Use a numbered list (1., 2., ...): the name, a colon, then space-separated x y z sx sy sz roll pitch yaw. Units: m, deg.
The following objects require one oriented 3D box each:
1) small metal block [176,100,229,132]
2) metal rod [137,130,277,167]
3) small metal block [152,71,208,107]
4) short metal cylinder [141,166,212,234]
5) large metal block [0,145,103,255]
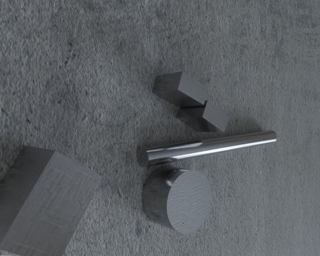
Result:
1. small metal block: 0.061 -0.016 0.442 0.050 0.050 0.025 30 71 -36
2. metal rod: 0.093 0.027 0.485 0.302 0.025 0.025 -5 94 -40
3. small metal block: 0.027 -0.050 0.413 0.050 0.050 0.025 25 75 -38
4. short metal cylinder: 0.023 0.093 0.410 0.081 0.050 0.079 0 90 -40
5. large metal block: -0.109 0.065 0.279 0.050 0.080 0.080 39 66 -34
